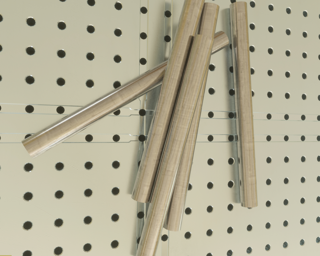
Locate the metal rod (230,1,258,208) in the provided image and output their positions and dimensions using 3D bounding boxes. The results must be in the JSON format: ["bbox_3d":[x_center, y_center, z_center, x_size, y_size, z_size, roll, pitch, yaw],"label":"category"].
[{"bbox_3d":[0.124,-0.033,0.460,0.025,0.025,0.298,-4,92,-20],"label":"metal rod"}]

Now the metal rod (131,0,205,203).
[{"bbox_3d":[0.014,-0.051,0.395,0.025,0.025,0.298,14,94,-20],"label":"metal rod"}]

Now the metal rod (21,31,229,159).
[{"bbox_3d":[-0.031,-0.052,0.401,0.302,0.025,0.025,-32,101,-18],"label":"metal rod"}]

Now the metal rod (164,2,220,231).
[{"bbox_3d":[0.040,-0.012,0.411,0.025,0.025,0.298,8,94,-20],"label":"metal rod"}]

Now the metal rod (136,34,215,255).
[{"bbox_3d":[0.017,0.033,0.392,0.025,0.025,0.298,13,96,-20],"label":"metal rod"}]
